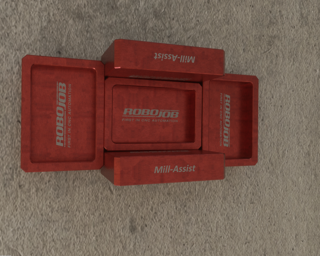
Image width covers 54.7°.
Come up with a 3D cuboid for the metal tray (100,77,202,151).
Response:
[{"bbox_3d":[-0.010,-0.016,0.405,0.131,0.030,0.089,1,90,-21],"label":"metal tray"}]

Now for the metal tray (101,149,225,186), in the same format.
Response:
[{"bbox_3d":[0.001,0.044,0.375,0.131,0.090,0.030,0,90,-20],"label":"metal tray"}]

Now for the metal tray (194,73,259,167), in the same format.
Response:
[{"bbox_3d":[0.095,-0.011,0.444,0.091,0.030,0.129,1,90,-21],"label":"metal tray"}]

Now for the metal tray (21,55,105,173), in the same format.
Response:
[{"bbox_3d":[-0.114,-0.016,0.366,0.091,0.030,0.129,1,90,-21],"label":"metal tray"}]

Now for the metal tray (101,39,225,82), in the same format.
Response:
[{"bbox_3d":[0.001,-0.076,0.377,0.131,0.090,0.030,0,90,-20],"label":"metal tray"}]
